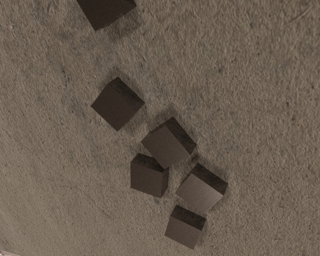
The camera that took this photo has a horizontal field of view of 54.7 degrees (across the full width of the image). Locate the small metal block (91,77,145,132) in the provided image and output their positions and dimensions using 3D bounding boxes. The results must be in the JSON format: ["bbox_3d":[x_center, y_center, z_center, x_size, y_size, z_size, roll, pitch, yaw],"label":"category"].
[{"bbox_3d":[-0.057,-0.031,0.416,0.050,0.025,0.050,44,129,-3],"label":"small metal block"}]

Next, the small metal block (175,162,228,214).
[{"bbox_3d":[0.057,0.084,0.428,0.050,0.025,0.050,35,129,4],"label":"small metal block"}]

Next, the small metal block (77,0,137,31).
[{"bbox_3d":[-0.063,-0.146,0.349,0.050,0.025,0.050,-20,108,35],"label":"small metal block"}]

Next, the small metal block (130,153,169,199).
[{"bbox_3d":[-0.015,0.070,0.457,0.050,0.025,0.050,15,125,19],"label":"small metal block"}]

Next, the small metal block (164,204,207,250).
[{"bbox_3d":[0.039,0.154,0.481,0.050,0.025,0.050,23,127,14],"label":"small metal block"}]

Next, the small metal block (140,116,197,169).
[{"bbox_3d":[0.011,0.021,0.412,0.050,0.025,0.050,-34,100,38],"label":"small metal block"}]
